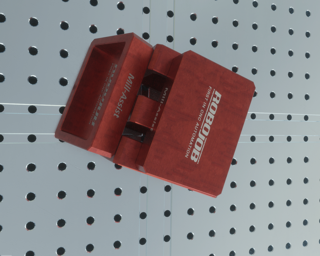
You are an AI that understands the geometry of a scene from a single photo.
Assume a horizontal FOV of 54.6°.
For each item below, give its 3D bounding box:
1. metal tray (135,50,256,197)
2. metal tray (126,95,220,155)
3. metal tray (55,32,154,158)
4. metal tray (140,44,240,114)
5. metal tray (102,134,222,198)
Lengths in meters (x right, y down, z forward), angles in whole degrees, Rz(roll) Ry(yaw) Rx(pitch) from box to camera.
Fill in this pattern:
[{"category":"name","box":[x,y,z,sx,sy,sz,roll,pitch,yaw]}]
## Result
[{"category":"metal tray","box":[0.039,-0.004,0.327,0.090,0.030,0.130,22,83,-19]},{"category":"metal tray","box":[0.016,0.001,0.382,0.131,0.090,0.030,21,82,-20]},{"category":"metal tray","box":[-0.066,-0.039,0.351,0.030,0.090,0.130,26,81,-40]},{"category":"metal tray","box":[0.036,-0.055,0.390,0.131,0.090,0.030,22,84,-18]},{"category":"metal tray","box":[0.000,0.044,0.377,0.131,0.090,0.030,22,83,-19]}]
